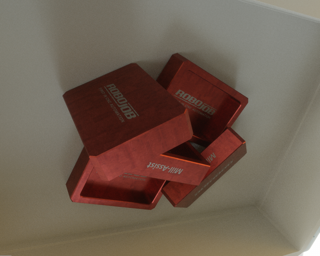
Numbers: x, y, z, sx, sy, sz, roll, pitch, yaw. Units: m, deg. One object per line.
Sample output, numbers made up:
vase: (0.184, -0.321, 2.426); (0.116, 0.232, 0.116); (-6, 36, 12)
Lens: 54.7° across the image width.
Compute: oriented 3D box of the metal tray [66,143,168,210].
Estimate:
metal tray: (-0.046, 0.061, 0.416); (0.131, 0.030, 0.089); (17, 109, -35)

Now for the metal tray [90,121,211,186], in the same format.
metal tray: (-0.013, 0.023, 0.371); (0.131, 0.090, 0.030); (17, 110, -35)

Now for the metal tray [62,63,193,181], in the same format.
metal tray: (-0.038, -0.015, 0.308); (0.091, 0.130, 0.030); (-26, 128, -12)

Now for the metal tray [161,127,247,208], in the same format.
metal tray: (0.069, 0.062, 0.456); (0.130, 0.030, 0.090); (-43, 158, 2)

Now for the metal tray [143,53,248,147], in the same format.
metal tray: (0.048, -0.030, 0.413); (0.131, 0.030, 0.090); (23, 106, -37)
